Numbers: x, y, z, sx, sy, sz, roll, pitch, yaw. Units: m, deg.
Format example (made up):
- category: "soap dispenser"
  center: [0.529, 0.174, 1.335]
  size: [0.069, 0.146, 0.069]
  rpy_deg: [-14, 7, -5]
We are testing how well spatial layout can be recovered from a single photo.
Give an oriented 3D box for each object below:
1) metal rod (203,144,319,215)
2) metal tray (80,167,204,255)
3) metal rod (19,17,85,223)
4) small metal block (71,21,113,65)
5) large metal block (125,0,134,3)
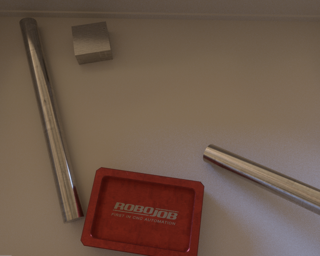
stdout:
- category: "metal rod"
  center: [0.176, 0.081, 0.315]
  size: [0.300, 0.025, 0.025]
  rpy_deg: [24, 70, 35]
- category: "metal tray"
  center: [-0.018, 0.102, 0.369]
  size: [0.131, 0.030, 0.090]
  rpy_deg: [8, 70, 2]
- category: "metal rod"
  center: [-0.150, -0.024, 0.416]
  size: [0.025, 0.025, 0.299]
  rpy_deg: [-18, 71, -7]
- category: "small metal block"
  center: [-0.099, -0.125, 0.454]
  size: [0.050, 0.025, 0.050]
  rpy_deg: [-10, 70, -4]
- category: "large metal block"
  center: [-0.068, -0.252, 0.474]
  size: [0.080, 0.080, 0.050]
  rpy_deg: [26, 72, 9]
